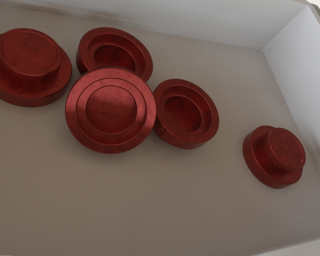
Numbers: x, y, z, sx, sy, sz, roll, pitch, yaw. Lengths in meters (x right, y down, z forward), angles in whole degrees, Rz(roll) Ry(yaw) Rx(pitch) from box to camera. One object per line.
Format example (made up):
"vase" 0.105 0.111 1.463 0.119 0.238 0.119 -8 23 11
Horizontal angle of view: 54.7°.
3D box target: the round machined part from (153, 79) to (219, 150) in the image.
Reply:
"round machined part" 0.027 -0.015 0.418 0.099 0.042 0.098 14 56 -21

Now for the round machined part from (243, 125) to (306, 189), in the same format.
"round machined part" 0.178 0.038 0.467 0.099 0.042 0.098 14 56 -21

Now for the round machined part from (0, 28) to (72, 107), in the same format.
"round machined part" -0.152 -0.076 0.359 0.099 0.042 0.098 14 56 -21

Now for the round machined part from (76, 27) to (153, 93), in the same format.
"round machined part" -0.062 -0.082 0.411 0.099 0.042 0.098 14 56 -21

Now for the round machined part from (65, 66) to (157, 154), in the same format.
"round machined part" -0.056 -0.023 0.356 0.099 0.097 0.042 20 13 -16
